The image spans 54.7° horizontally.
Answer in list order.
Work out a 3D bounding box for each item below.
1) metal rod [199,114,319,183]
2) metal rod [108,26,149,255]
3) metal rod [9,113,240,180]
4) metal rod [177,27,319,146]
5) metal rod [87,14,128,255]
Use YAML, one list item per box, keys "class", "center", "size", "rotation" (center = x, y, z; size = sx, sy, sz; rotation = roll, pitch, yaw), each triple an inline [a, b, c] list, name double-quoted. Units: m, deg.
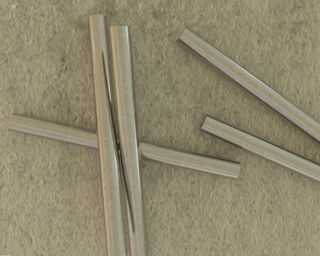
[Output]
- class: "metal rod"
  center: [0.195, 0.053, 0.412]
  size: [0.301, 0.025, 0.025]
  rotation: [24, 90, -1]
- class: "metal rod"
  center: [-0.037, 0.030, 0.383]
  size: [0.025, 0.025, 0.298]
  rotation: [-4, 100, 0]
- class: "metal rod"
  center: [-0.045, 0.024, 0.409]
  size: [0.302, 0.025, 0.025]
  rotation: [12, 90, -1]
- class: "metal rod"
  center: [0.152, -0.036, 0.411]
  size: [0.301, 0.025, 0.025]
  rotation: [36, 90, -1]
- class: "metal rod"
  center: [-0.066, 0.002, 0.385]
  size: [0.025, 0.025, 0.298]
  rotation: [-6, 81, -1]
